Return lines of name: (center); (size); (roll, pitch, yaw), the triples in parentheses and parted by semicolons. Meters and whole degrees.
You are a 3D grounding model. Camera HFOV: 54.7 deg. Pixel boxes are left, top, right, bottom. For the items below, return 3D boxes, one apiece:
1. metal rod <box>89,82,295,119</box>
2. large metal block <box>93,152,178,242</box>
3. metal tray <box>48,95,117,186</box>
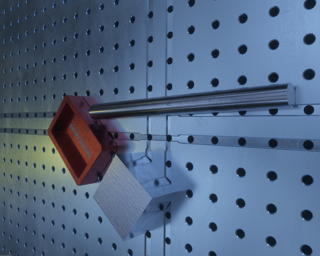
metal rod: (0.013, -0.029, 0.398); (0.300, 0.025, 0.025); (-2, 89, 40)
large metal block: (-0.036, 0.091, 0.423); (0.080, 0.050, 0.080); (45, 117, 30)
metal tray: (-0.134, 0.019, 0.516); (0.130, 0.030, 0.090); (51, 120, 28)
